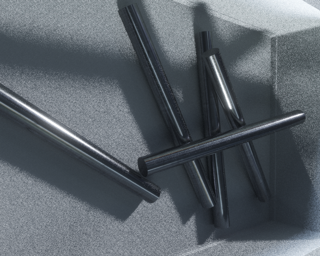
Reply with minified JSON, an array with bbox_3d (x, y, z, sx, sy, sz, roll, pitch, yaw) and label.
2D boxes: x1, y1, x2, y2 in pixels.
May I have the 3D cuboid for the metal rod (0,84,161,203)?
[{"bbox_3d":[-0.106,0.006,0.317,0.301,0.025,0.025,39,66,-33],"label":"metal rod"}]

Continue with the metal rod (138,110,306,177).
[{"bbox_3d":[0.106,0.014,0.447,0.303,0.025,0.025,-14,100,-30],"label":"metal rod"}]

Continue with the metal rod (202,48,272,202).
[{"bbox_3d":[0.130,0.012,0.494,0.025,0.025,0.299,-47,125,-30],"label":"metal rod"}]

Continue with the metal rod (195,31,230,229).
[{"bbox_3d":[0.081,0.006,0.474,0.025,0.025,0.298,-11,97,-40],"label":"metal rod"}]

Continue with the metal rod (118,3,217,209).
[{"bbox_3d":[0.017,-0.016,0.420,0.025,0.025,0.299,-37,113,-34],"label":"metal rod"}]
